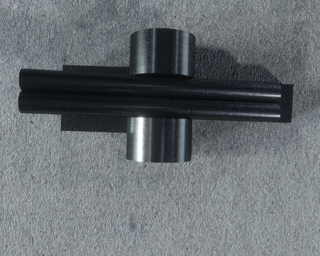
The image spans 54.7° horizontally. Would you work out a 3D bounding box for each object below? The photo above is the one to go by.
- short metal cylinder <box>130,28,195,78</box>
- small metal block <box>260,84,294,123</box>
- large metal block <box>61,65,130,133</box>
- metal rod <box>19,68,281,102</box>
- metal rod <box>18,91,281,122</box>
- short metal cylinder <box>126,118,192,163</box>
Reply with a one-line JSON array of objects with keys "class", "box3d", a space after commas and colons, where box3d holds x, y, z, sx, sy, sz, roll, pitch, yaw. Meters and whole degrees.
[{"class": "short metal cylinder", "box3d": [0.003, -0.086, 0.384, 0.081, 0.080, 0.050, 2, 90, 0]}, {"class": "small metal block", "box3d": [0.146, -0.033, 0.413, 0.050, 0.025, 0.050, 3, 90, 0]}, {"class": "large metal block", "box3d": [-0.078, -0.035, 0.398, 0.081, 0.050, 0.080, 2, 90, 0]}, {"class": "metal rod", "box3d": [-0.004, -0.049, 0.366, 0.302, 0.025, 0.025, 2, 90, -8]}, {"class": "metal rod", "box3d": [-0.005, -0.024, 0.366, 0.302, 0.025, 0.025, 2, 90, -8]}, {"class": "short metal cylinder", "box3d": [-0.001, 0.013, 0.384, 0.081, 0.080, 0.050, 2, 90, 0]}]
